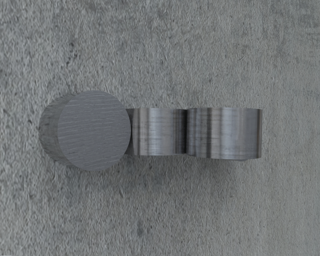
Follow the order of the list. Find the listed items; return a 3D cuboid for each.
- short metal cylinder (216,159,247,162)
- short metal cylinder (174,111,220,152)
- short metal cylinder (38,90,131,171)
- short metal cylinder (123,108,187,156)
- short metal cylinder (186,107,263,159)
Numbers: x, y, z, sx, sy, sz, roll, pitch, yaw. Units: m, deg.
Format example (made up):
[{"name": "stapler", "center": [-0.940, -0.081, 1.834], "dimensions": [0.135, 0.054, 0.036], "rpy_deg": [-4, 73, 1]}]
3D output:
[{"name": "short metal cylinder", "center": [0.108, 0.010, 0.479], "dimensions": [0.081, 0.050, 0.080], "rpy_deg": [-1, 91, -40]}, {"name": "short metal cylinder", "center": [0.055, 0.005, 0.417], "dimensions": [0.081, 0.080, 0.050], "rpy_deg": [0, 89, -40]}, {"name": "short metal cylinder", "center": [-0.078, 0.002, 0.324], "dimensions": [0.081, 0.050, 0.080], "rpy_deg": [0, 91, -40]}, {"name": "short metal cylinder", "center": [-0.006, 0.004, 0.365], "dimensions": [0.081, 0.080, 0.050], "rpy_deg": [0, 90, -40]}, {"name": "short metal cylinder", "center": [0.069, 0.005, 0.338], "dimensions": [0.081, 0.080, 0.050], "rpy_deg": [1, 91, -40]}]
